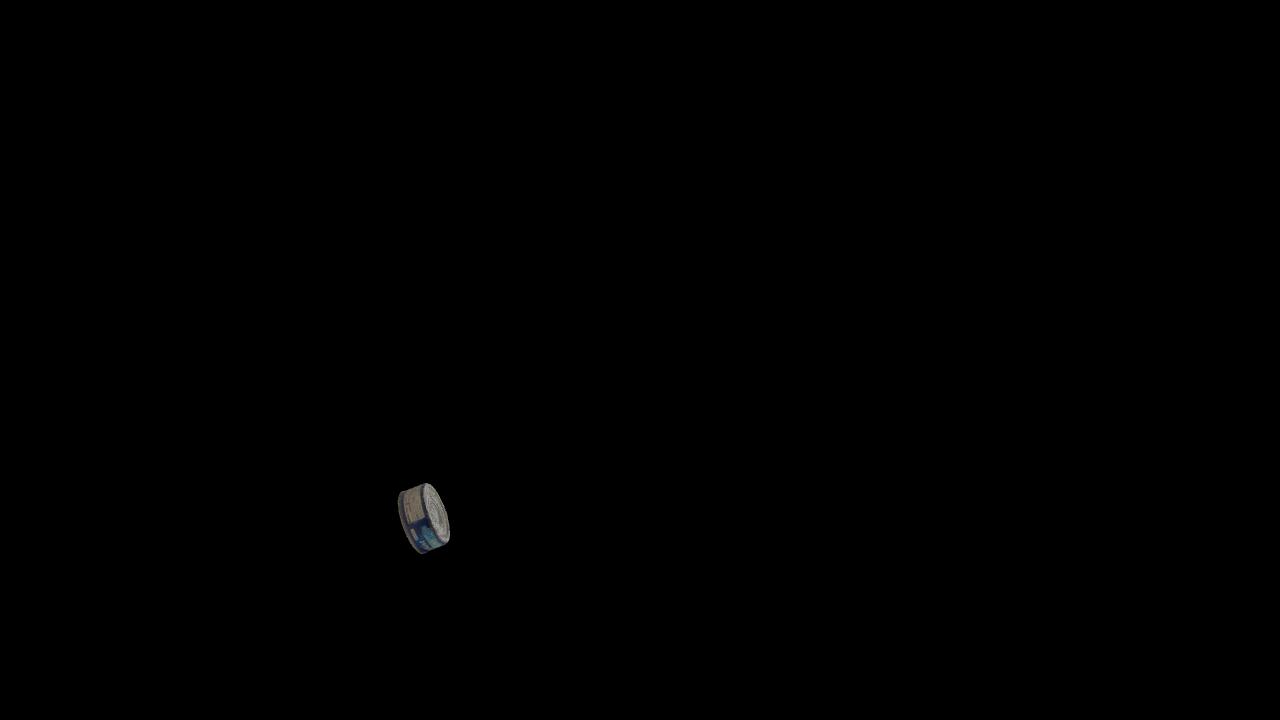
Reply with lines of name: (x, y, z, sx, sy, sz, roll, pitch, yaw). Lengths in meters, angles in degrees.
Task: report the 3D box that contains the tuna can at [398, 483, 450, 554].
tuna can: (-0.274, 0.201, 0.785, 0.034, 0.084, 0.084, -21, 2, -6)
